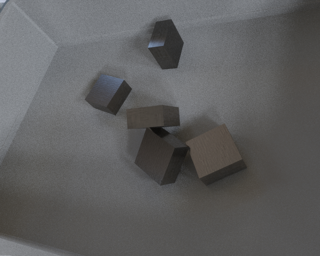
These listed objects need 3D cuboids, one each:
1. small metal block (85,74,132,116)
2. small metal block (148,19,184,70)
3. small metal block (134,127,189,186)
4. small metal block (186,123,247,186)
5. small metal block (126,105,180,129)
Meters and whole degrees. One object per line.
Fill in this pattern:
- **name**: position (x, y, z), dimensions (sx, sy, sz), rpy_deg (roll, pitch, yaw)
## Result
- **small metal block**: position (-0.080, -0.052, 0.480), dimensions (0.050, 0.025, 0.050), rpy_deg (19, 72, 35)
- **small metal block**: position (0.010, -0.123, 0.460), dimensions (0.025, 0.050, 0.050), rpy_deg (0, 62, 28)
- **small metal block**: position (0.001, 0.032, 0.371), dimensions (0.050, 0.025, 0.050), rpy_deg (35, 114, 38)
- **small metal block**: position (0.064, 0.030, 0.354), dimensions (0.050, 0.025, 0.050), rpy_deg (-27, 52, 11)
- **small metal block**: position (-0.008, -0.013, 0.398), dimensions (0.050, 0.050, 0.025), rpy_deg (-5, 88, 26)
